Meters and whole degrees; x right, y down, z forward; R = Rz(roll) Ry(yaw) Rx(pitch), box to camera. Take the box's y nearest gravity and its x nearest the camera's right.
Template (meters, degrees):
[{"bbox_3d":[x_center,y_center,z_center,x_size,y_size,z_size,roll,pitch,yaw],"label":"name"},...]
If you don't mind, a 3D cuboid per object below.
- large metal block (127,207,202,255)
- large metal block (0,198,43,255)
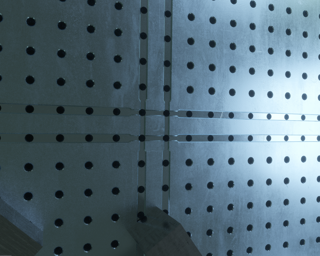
[{"bbox_3d":[0.011,0.155,0.389,0.050,0.080,0.080,-36,102,-17],"label":"large metal block"},{"bbox_3d":[-0.186,0.127,0.331,0.080,0.050,0.080,46,76,-15],"label":"large metal block"}]
